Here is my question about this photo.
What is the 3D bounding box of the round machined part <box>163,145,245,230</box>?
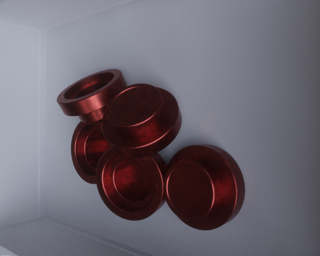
[{"bbox_3d":[0.043,0.068,0.356,0.098,0.042,0.097,0,90,39],"label":"round machined part"}]

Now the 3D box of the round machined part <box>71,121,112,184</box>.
[{"bbox_3d":[-0.086,0.032,0.461,0.098,0.042,0.097,0,90,39],"label":"round machined part"}]

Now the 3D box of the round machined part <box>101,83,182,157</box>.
[{"bbox_3d":[-0.026,-0.016,0.377,0.098,0.042,0.098,-9,50,11],"label":"round machined part"}]

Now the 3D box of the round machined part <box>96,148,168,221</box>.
[{"bbox_3d":[-0.031,0.066,0.402,0.098,0.042,0.097,3,97,26],"label":"round machined part"}]

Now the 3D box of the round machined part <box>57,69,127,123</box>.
[{"bbox_3d":[-0.092,-0.043,0.444,0.098,0.098,0.042,4,128,39],"label":"round machined part"}]
